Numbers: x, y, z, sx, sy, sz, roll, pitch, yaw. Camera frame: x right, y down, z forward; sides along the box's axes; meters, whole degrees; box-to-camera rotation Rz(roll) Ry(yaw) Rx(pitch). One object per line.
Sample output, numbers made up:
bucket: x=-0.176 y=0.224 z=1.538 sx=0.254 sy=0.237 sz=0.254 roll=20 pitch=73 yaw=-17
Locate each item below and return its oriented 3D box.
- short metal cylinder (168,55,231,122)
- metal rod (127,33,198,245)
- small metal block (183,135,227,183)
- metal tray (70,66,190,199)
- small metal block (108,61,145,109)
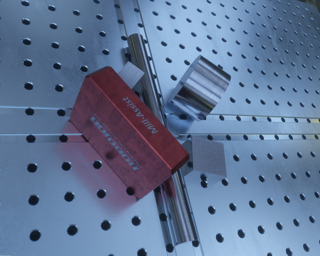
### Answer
short metal cylinder: x=0.055 y=-0.056 z=0.438 sx=0.050 sy=0.080 sz=0.080 roll=33 pitch=51 yaw=-7
metal rod: x=-0.004 y=-0.003 z=0.409 sx=0.025 sy=0.025 sz=0.299 roll=0 pitch=62 yaw=-29
small metal block: x=0.059 y=0.043 z=0.417 sx=0.050 sy=0.025 sz=0.050 roll=14 pitch=56 yaw=-21
metal tray: x=-0.039 y=0.008 z=0.341 sx=0.130 sy=0.090 sz=0.030 roll=48 pitch=51 yaw=5
small metal block: x=-0.050 y=-0.049 z=0.395 sx=0.025 sy=0.050 sz=0.050 roll=36 pitch=51 yaw=-5
